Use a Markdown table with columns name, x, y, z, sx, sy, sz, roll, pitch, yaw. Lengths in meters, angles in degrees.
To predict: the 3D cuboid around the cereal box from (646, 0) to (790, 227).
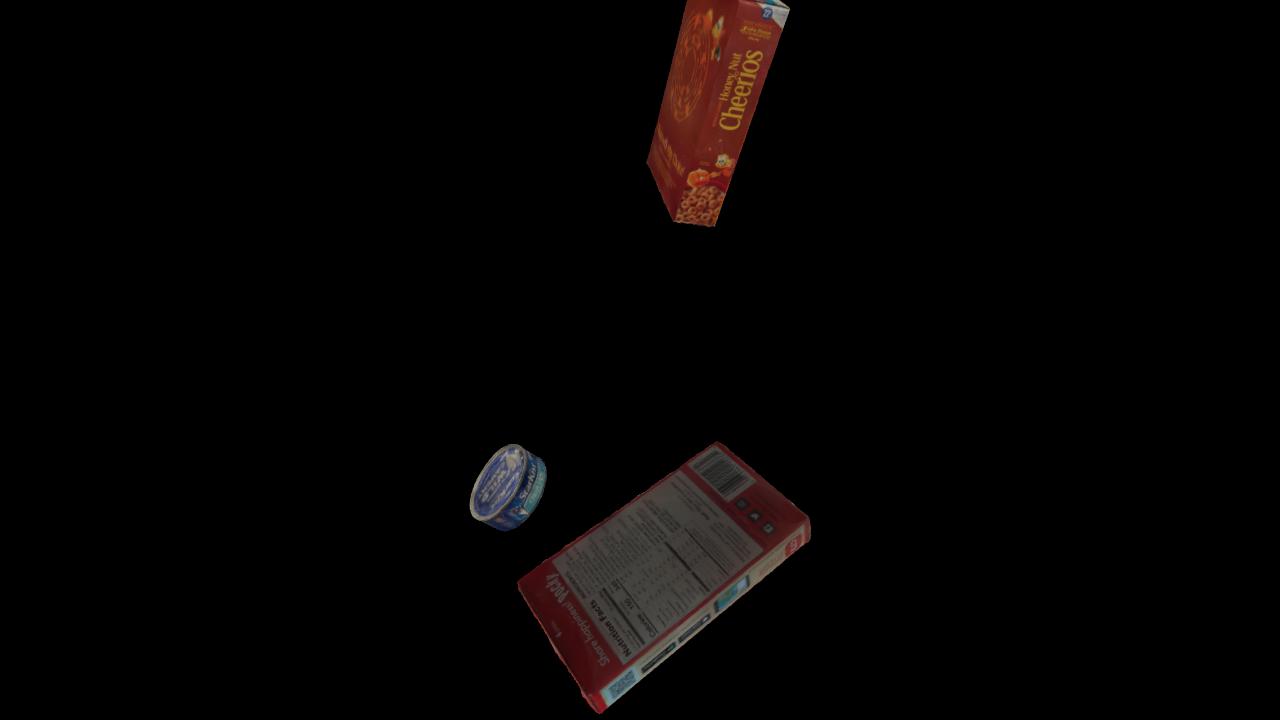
| name | x | y | z | sx | sy | sz | roll | pitch | yaw |
| --- | --- | --- | --- | --- | --- | --- | --- | --- | --- |
| cereal box | 0.097 | -0.377 | 0.886 | 0.081 | 0.306 | 0.203 | 3 | 41 | -18 |

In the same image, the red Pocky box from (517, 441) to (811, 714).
| name | x | y | z | sx | sy | sz | roll | pitch | yaw |
| --- | --- | --- | --- | --- | --- | --- | --- | --- | --- |
| red Pocky box | 0.015 | 0.117 | 0.358 | 0.155 | 0.028 | 0.083 | -31 | 45 | -20 |

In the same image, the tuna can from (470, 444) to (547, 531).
| name | x | y | z | sx | sy | sz | roll | pitch | yaw |
| --- | --- | --- | --- | --- | --- | --- | --- | --- | --- |
| tuna can | -0.134 | 0.131 | 0.630 | 0.034 | 0.084 | 0.084 | 39 | -23 | -32 |
